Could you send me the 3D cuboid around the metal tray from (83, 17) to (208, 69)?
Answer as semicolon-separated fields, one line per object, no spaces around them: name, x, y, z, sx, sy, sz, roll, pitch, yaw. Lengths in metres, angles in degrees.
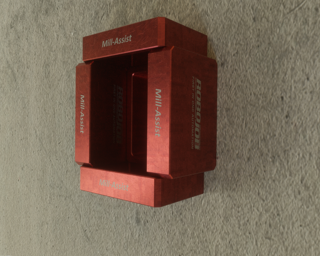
metal tray;-0.020;-0.096;0.378;0.130;0.091;0.030;1;91;39

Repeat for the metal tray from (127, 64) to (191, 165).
metal tray;-0.001;-0.017;0.402;0.090;0.030;0.129;1;91;39

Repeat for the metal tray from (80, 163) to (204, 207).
metal tray;-0.023;0.063;0.381;0.130;0.091;0.030;1;91;39

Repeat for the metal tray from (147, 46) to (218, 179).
metal tray;0.027;-0.015;0.339;0.030;0.091;0.129;1;91;40

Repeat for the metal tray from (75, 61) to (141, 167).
metal tray;-0.067;-0.018;0.416;0.030;0.091;0.129;1;91;40
